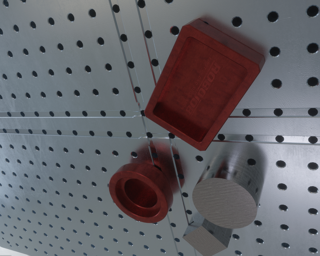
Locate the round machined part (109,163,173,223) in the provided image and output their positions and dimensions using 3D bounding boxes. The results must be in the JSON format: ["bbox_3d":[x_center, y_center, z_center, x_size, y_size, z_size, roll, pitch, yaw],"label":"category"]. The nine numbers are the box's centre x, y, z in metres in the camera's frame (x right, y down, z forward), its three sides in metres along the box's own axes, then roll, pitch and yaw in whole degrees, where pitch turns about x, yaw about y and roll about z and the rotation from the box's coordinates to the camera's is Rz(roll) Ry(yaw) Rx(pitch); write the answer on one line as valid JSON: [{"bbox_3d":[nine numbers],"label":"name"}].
[{"bbox_3d":[-0.025,0.093,0.471,0.098,0.042,0.097,13,124,21],"label":"round machined part"}]

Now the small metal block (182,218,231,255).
[{"bbox_3d":[0.072,0.167,0.477,0.050,0.025,0.050,41,129,-1],"label":"small metal block"}]

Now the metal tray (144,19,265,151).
[{"bbox_3d":[0.045,-0.044,0.356,0.090,0.030,0.129,32,129,6],"label":"metal tray"}]

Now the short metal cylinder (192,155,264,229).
[{"bbox_3d":[0.088,0.082,0.399,0.080,0.050,0.079,13,124,21],"label":"short metal cylinder"}]
